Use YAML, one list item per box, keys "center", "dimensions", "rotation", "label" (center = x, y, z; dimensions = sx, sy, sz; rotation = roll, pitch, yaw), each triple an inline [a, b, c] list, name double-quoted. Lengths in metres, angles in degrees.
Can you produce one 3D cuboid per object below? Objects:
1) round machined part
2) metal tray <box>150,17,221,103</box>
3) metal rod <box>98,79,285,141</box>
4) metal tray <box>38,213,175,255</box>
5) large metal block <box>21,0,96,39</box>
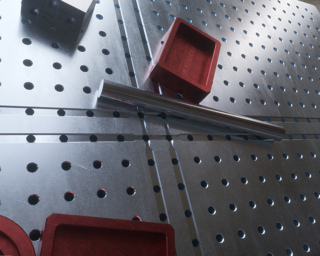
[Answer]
- center: [-0.148, 0.119, 0.240]
  dimensions: [0.099, 0.042, 0.098]
  rotation: [10, 57, -16]
  label: "round machined part"
- center: [0.045, -0.112, 0.499]
  dimensions: [0.090, 0.030, 0.130]
  rotation: [27, 52, -12]
  label: "metal tray"
- center: [0.061, -0.021, 0.455]
  dimensions: [0.302, 0.025, 0.025]
  rotation: [12, 57, -22]
  label: "metal rod"
- center: [-0.049, 0.135, 0.296]
  dimensions: [0.131, 0.030, 0.090]
  rotation: [13, 56, -22]
  label: "metal tray"
- center: [-0.135, -0.185, 0.433]
  dimensions: [0.080, 0.050, 0.080]
  rotation: [23, 53, -15]
  label: "large metal block"
